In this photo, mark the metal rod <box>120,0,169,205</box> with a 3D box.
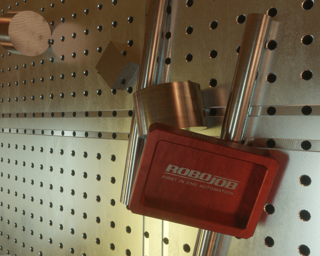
[{"bbox_3d":[-0.022,-0.040,0.425,0.025,0.025,0.298,15,99,38],"label":"metal rod"}]

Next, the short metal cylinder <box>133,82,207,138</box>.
[{"bbox_3d":[0.011,-0.019,0.363,0.080,0.081,0.050,-13,82,39],"label":"short metal cylinder"}]

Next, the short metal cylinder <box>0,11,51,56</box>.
[{"bbox_3d":[-0.254,-0.177,0.579,0.050,0.081,0.079,16,100,38],"label":"short metal cylinder"}]

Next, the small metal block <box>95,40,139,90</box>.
[{"bbox_3d":[-0.064,-0.092,0.460,0.050,0.025,0.050,52,120,27],"label":"small metal block"}]

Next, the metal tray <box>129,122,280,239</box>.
[{"bbox_3d":[0.042,0.054,0.317,0.131,0.030,0.089,14,102,-5],"label":"metal tray"}]

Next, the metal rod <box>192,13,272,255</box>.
[{"bbox_3d":[0.075,0.028,0.345,0.025,0.025,0.298,18,101,38],"label":"metal rod"}]
